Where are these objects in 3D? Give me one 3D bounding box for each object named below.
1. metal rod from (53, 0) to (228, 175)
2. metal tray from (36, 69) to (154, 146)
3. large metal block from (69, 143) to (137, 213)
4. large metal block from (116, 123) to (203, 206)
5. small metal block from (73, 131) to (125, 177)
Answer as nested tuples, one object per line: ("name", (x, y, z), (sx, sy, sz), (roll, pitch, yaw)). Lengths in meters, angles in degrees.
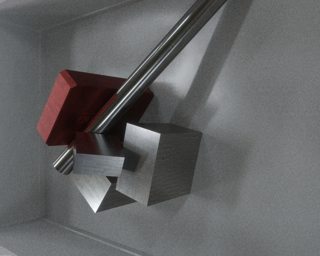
("metal rod", (-0.022, -0.057, 0.363), (0.299, 0.025, 0.025), (-47, 61, 10))
("metal tray", (-0.079, -0.022, 0.399), (0.030, 0.131, 0.089), (48, 120, 30))
("large metal block", (-0.068, 0.061, 0.425), (0.080, 0.081, 0.050), (44, 116, 31))
("large metal block", (0.000, 0.039, 0.368), (0.050, 0.081, 0.079), (17, 101, 38))
("small metal block", (-0.070, 0.029, 0.348), (0.050, 0.050, 0.025), (-119, 40, -60))
